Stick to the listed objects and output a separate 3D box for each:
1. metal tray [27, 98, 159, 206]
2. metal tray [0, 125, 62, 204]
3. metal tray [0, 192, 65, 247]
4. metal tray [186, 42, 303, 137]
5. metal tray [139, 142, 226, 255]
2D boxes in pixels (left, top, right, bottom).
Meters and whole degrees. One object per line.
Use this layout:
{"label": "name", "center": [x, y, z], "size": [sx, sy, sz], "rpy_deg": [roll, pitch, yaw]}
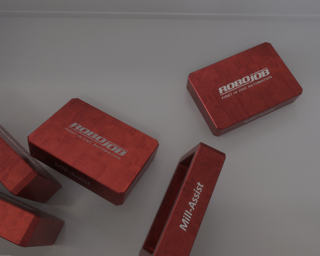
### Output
{"label": "metal tray", "center": [-0.079, 0.024, 0.379], "size": [0.130, 0.030, 0.090], "rpy_deg": [28, 48, 9]}
{"label": "metal tray", "center": [-0.182, 0.030, 0.362], "size": [0.130, 0.090, 0.030], "rpy_deg": [40, 75, 13]}
{"label": "metal tray", "center": [-0.181, 0.089, 0.341], "size": [0.130, 0.090, 0.030], "rpy_deg": [22, 72, 7]}
{"label": "metal tray", "center": [0.114, -0.055, 0.428], "size": [0.131, 0.030, 0.090], "rpy_deg": [-24, 72, -9]}
{"label": "metal tray", "center": [0.022, 0.087, 0.339], "size": [0.030, 0.090, 0.130], "rpy_deg": [26, 70, -2]}
